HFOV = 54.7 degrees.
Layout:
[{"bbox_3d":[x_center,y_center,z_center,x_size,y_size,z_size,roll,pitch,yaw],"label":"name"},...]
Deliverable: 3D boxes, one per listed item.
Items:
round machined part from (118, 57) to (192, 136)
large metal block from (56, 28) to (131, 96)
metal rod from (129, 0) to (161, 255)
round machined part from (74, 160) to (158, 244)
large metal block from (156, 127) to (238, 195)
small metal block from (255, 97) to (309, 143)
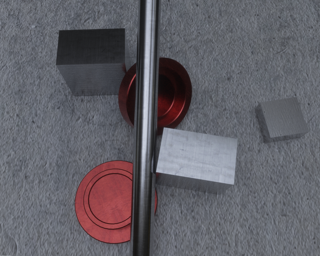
[{"bbox_3d":[-0.010,-0.042,0.395,0.098,0.098,0.042,-46,37,-15],"label":"round machined part"},{"bbox_3d":[-0.082,-0.084,0.408,0.081,0.080,0.050,-2,69,-1],"label":"large metal block"},{"bbox_3d":[-0.016,-0.001,0.336,0.025,0.025,0.298,2,87,0],"label":"metal rod"},{"bbox_3d":[-0.052,0.086,0.367,0.099,0.042,0.098,0,70,0],"label":"round machined part"},{"bbox_3d":[0.040,0.042,0.364,0.080,0.080,0.050,9,71,3],"label":"large metal block"},{"bbox_3d":[0.161,-0.010,0.413,0.050,0.025,0.050,-9,70,-3],"label":"small metal block"}]
